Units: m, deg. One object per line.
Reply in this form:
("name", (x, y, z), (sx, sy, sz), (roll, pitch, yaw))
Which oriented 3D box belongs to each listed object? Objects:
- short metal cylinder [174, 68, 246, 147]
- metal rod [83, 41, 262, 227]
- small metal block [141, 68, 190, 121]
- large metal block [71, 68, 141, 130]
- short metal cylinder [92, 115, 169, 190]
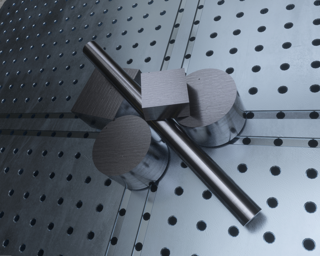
("short metal cylinder", (0.058, -0.024, 0.372), (0.080, 0.050, 0.080), (-13, 56, 21))
("metal rod", (-0.002, -0.011, 0.366), (0.025, 0.025, 0.300), (-43, 65, -1))
("small metal block", (0.006, -0.038, 0.351), (0.050, 0.025, 0.050), (-7, 57, 4))
("large metal block", (-0.066, -0.040, 0.444), (0.080, 0.050, 0.080), (12, 68, 33))
("short metal cylinder", (-0.036, 0.031, 0.388), (0.080, 0.050, 0.080), (-13, 56, 21))
